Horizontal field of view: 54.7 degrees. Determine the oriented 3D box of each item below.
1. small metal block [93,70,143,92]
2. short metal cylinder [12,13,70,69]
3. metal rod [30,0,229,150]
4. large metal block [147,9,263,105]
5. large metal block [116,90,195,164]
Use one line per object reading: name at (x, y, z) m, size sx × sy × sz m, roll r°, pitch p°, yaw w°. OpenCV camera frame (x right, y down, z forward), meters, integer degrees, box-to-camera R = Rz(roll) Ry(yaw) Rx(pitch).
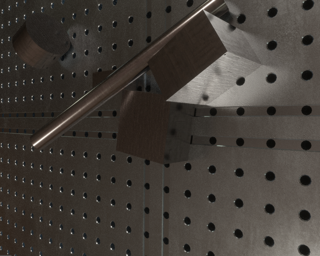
small metal block at (-0.060, -0.065, 0.440) m, size 0.050 × 0.050 × 0.025 m, roll 2°, pitch 91°, yaw 39°
short metal cylinder at (-0.206, -0.151, 0.540) m, size 0.050 × 0.081 × 0.080 m, roll -29°, pitch 72°, yaw 36°
metal rod at (-0.049, -0.062, 0.389) m, size 0.300 × 0.025 × 0.025 m, roll -34°, pitch 68°, yaw 15°
large metal block at (0.048, -0.069, 0.332) m, size 0.080 × 0.081 × 0.050 m, roll -37°, pitch 68°, yaw 33°
large metal block at (-0.006, -0.004, 0.396) m, size 0.080 × 0.050 × 0.079 m, roll 12°, pitch 97°, yaw 39°
